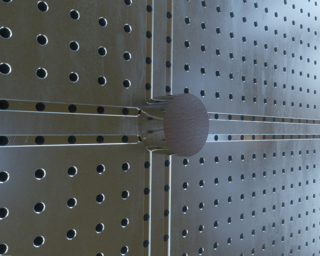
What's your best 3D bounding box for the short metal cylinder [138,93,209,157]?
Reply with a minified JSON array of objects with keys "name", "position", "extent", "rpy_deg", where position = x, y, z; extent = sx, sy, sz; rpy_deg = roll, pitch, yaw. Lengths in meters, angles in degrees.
[{"name":"short metal cylinder","position":[0.019,-0.004,0.407],"extent":[0.081,0.050,0.080],"rpy_deg":[0,90,-40]}]
